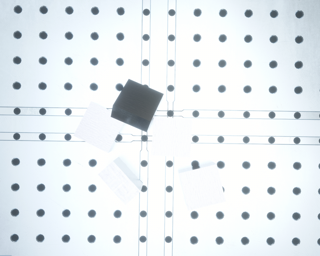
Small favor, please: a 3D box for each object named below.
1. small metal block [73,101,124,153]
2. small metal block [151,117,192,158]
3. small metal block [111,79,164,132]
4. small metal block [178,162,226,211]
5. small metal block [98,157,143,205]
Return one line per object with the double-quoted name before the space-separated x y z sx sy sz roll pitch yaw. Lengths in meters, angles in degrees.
"small metal block" -0.078 -0.001 0.413 0.050 0.025 0.050 27 90 0
"small metal block" 0.015 0.012 0.413 0.050 0.025 0.050 3 90 0
"small metal block" -0.029 -0.029 0.401 0.050 0.025 0.050 24 54 0
"small metal block" 0.055 0.077 0.414 0.050 0.025 0.050 -14 90 0
"small metal block" -0.049 0.067 0.401 0.025 0.050 0.050 -42 90 0
